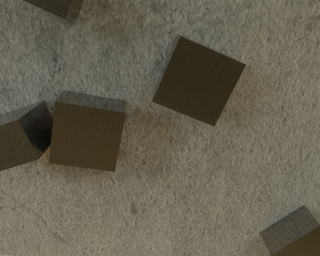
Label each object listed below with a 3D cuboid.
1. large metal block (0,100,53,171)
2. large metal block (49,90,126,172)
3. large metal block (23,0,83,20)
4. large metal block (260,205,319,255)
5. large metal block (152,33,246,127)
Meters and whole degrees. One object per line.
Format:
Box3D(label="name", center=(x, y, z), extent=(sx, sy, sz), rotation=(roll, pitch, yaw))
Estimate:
Box3D(label="large metal block", center=(-0.183, 0.011, 0.382), extent=(0.080, 0.080, 0.050), rotation=(-17, 109, 6))
Box3D(label="large metal block", center=(-0.090, 0.004, 0.393), extent=(0.081, 0.050, 0.079), rotation=(9, 110, -10))
Box3D(label="large metal block", center=(-0.120, -0.172, 0.331), extent=(0.080, 0.050, 0.079), rotation=(23, 108, -9))
Box3D(label="large metal block", center=(0.213, 0.177, 0.465), extent=(0.080, 0.050, 0.080), rotation=(-38, 106, 12))
Box3D(label="large metal block", center=(0.043, -0.059, 0.375), extent=(0.080, 0.050, 0.079), rotation=(21, 109, -8))
